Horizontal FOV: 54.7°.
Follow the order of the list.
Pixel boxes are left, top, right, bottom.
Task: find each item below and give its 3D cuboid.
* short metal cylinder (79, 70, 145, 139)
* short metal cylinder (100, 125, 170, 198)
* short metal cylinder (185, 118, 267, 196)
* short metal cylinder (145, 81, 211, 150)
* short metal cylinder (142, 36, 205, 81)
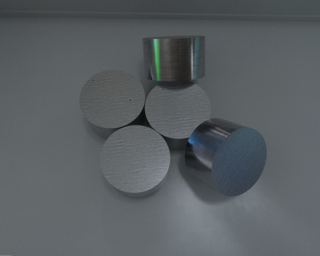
[{"bbox_3d":[-0.059,-0.029,0.404,0.081,0.050,0.080,0,70,0],"label":"short metal cylinder"},{"bbox_3d":[-0.029,0.042,0.378,0.081,0.050,0.080,0,70,0],"label":"short metal cylinder"},{"bbox_3d":[0.077,0.032,0.362,0.081,0.050,0.079,-9,108,-28],"label":"short metal cylinder"},{"bbox_3d":[0.022,-0.016,0.400,0.081,0.050,0.080,0,70,0],"label":"short metal cylinder"},{"bbox_3d":[0.019,-0.093,0.405,0.081,0.080,0.050,-3,109,-1],"label":"short metal cylinder"}]
